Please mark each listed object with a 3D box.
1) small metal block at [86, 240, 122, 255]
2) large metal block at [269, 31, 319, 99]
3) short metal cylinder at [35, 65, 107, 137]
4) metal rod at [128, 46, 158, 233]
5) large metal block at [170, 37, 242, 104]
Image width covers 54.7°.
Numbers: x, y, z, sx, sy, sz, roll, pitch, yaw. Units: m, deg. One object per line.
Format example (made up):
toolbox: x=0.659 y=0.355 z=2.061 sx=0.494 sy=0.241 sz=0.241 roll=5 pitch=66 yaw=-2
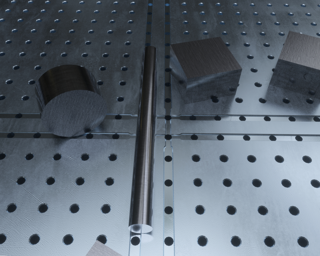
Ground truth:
small metal block: x=-0.052 y=0.142 z=0.287 sx=0.050 sy=0.025 sz=0.050 roll=24 pitch=54 yaw=18
large metal block: x=0.224 y=-0.098 z=0.477 sx=0.080 sy=0.050 sz=0.080 roll=20 pitch=53 yaw=16
short metal cylinder: x=-0.115 y=-0.034 z=0.399 sx=0.081 sy=0.080 sz=0.050 roll=-18 pitch=53 yaw=-15
metal rod: x=-0.018 y=-0.011 z=0.416 sx=0.025 sy=0.025 sz=0.300 roll=1 pitch=50 yaw=0
large metal block: x=0.065 y=-0.088 z=0.466 sx=0.081 sy=0.050 sz=0.080 roll=-12 pitch=51 yaw=-10
